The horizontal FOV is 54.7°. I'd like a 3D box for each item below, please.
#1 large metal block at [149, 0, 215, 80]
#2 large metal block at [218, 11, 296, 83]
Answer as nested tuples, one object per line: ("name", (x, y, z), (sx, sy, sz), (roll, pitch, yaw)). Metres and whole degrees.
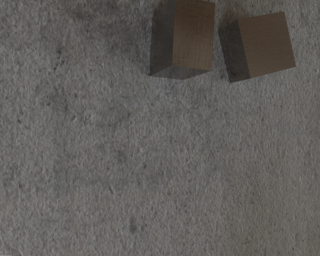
("large metal block", (0.025, -0.108, 0.390), (0.050, 0.080, 0.079), (3, 89, -20))
("large metal block", (0.140, -0.116, 0.449), (0.081, 0.050, 0.080), (-16, 96, -20))
